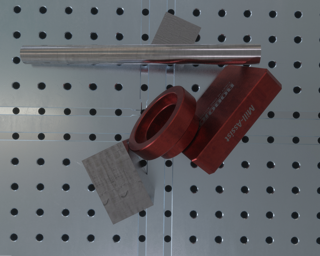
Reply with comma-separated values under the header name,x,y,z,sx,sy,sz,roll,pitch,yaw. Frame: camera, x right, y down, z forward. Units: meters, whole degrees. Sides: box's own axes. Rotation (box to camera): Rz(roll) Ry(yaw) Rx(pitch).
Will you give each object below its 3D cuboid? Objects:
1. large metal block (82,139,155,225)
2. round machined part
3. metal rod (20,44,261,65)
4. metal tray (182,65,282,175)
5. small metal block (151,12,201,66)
name,x,y,z,sx,sy,sz,roll,pitch,yaw
large metal block,-0.047,0.061,0.386,0.050,0.080,0.080,-26,90,0
round machined part,0.009,-0.001,0.381,0.042,0.098,0.098,39,90,-22
metal rod,-0.030,-0.093,0.393,0.302,0.025,0.025,2,90,7
metal tray,0.074,-0.016,0.379,0.030,0.090,0.130,39,90,-23
small metal block,0.020,-0.118,0.414,0.050,0.025,0.050,25,90,0
